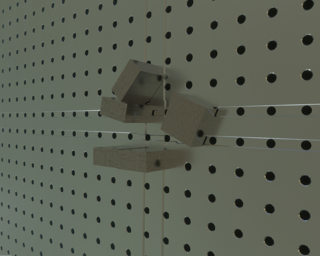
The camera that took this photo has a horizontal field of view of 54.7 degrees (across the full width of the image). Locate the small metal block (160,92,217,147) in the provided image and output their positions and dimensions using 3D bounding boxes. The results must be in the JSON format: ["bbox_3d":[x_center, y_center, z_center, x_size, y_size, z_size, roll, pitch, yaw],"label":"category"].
[{"bbox_3d":[0.034,-0.010,0.380,0.050,0.025,0.050,31,109,35],"label":"small metal block"}]

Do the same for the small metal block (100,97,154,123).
[{"bbox_3d":[-0.046,-0.025,0.429,0.050,0.050,0.025,18,102,38],"label":"small metal block"}]

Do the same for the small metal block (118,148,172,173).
[{"bbox_3d":[-0.020,0.041,0.407,0.050,0.050,0.025,1,91,39],"label":"small metal block"}]

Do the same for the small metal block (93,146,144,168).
[{"bbox_3d":[-0.058,0.040,0.439,0.050,0.050,0.025,1,91,39],"label":"small metal block"}]

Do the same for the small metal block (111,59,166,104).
[{"bbox_3d":[-0.028,-0.060,0.414,0.025,0.050,0.050,52,120,28],"label":"small metal block"}]
